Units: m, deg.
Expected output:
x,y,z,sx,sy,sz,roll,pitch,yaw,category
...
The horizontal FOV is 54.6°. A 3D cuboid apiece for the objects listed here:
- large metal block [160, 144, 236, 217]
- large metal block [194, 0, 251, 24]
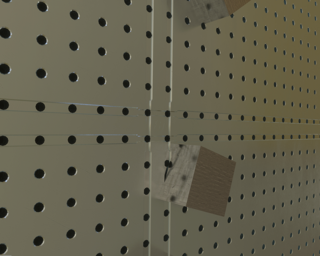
x,y,z,sx,sy,sz,roll,pitch,yaw,category
0.056,0.074,0.438,0.080,0.050,0.080,25,74,-37,large metal block
0.091,-0.216,0.467,0.080,0.050,0.080,-42,116,-32,large metal block
